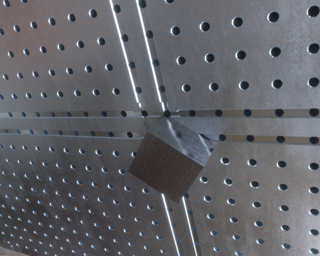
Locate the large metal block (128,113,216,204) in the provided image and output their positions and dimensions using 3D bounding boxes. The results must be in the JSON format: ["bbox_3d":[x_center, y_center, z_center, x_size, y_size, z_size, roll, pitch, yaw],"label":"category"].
[{"bbox_3d":[0.015,0.041,0.413,0.080,0.050,0.080,32,129,7],"label":"large metal block"}]
